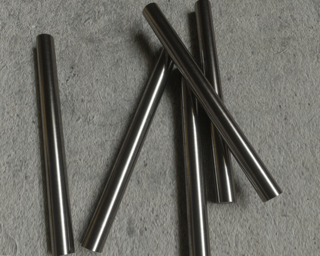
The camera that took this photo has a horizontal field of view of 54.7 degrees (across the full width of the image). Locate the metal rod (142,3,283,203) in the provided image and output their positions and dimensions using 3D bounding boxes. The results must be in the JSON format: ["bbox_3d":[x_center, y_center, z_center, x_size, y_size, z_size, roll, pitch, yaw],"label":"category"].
[{"bbox_3d":[0.057,-0.045,0.396,0.025,0.025,0.299,-27,72,-9],"label":"metal rod"}]

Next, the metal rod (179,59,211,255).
[{"bbox_3d":[0.043,0.046,0.391,0.025,0.025,0.299,-1,70,-1],"label":"metal rod"}]

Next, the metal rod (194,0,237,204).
[{"bbox_3d":[0.073,-0.050,0.426,0.025,0.025,0.299,-3,70,-1],"label":"metal rod"}]

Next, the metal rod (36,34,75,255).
[{"bbox_3d":[-0.139,0.007,0.404,0.025,0.025,0.299,-11,70,-4],"label":"metal rod"}]

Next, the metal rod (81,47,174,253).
[{"bbox_3d":[-0.029,0.007,0.405,0.025,0.025,0.300,18,71,6],"label":"metal rod"}]
